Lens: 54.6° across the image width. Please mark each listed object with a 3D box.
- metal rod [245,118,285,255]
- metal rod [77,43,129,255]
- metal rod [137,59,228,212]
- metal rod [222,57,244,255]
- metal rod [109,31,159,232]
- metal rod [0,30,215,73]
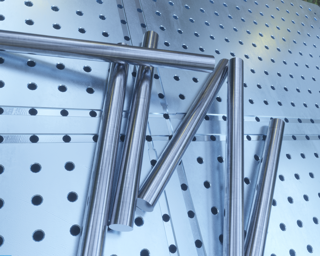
[{"bbox_3d":[0.140,0.098,0.423,0.025,0.025,0.301,33,51,-7],"label":"metal rod"},{"bbox_3d":[-0.061,0.012,0.367,0.025,0.025,0.300,16,55,-19],"label":"metal rod"},{"bbox_3d":[0.047,-0.011,0.439,0.025,0.025,0.301,37,51,-4],"label":"metal rod"},{"bbox_3d":[0.105,0.022,0.434,0.025,0.025,0.300,19,59,-17],"label":"metal rod"},{"bbox_3d":[-0.027,-0.020,0.401,0.025,0.025,0.300,19,53,-17],"label":"metal rod"},{"bbox_3d":[-0.071,-0.098,0.400,0.302,0.025,0.025,3,60,-17],"label":"metal rod"}]
